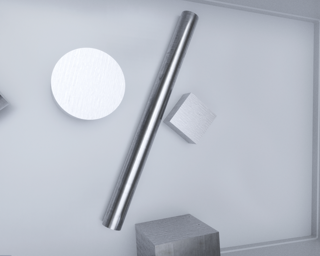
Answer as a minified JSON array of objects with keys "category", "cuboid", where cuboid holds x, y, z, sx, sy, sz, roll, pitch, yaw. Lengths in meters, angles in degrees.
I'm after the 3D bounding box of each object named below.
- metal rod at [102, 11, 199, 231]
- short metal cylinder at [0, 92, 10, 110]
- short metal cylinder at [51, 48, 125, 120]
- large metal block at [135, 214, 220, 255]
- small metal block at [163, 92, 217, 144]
[{"category":"metal rod","cuboid":[-0.010,-0.015,0.407,0.025,0.025,0.299,23,82,-19]},{"category":"short metal cylinder","cuboid":[-0.199,-0.041,0.308,0.050,0.080,0.080,-41,103,-16]},{"category":"short metal cylinder","cuboid":[-0.086,-0.049,0.366,0.081,0.050,0.079,0,90,-21]},{"category":"large metal block","cuboid":[0.020,0.150,0.390,0.081,0.080,0.050,-4,92,-20]},{"category":"small metal block","cuboid":[0.041,-0.013,0.427,0.050,0.025,0.050,40,77,-16]}]
